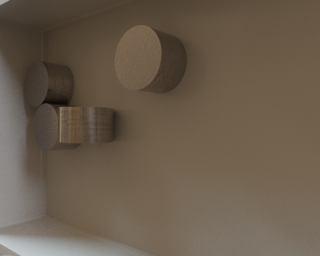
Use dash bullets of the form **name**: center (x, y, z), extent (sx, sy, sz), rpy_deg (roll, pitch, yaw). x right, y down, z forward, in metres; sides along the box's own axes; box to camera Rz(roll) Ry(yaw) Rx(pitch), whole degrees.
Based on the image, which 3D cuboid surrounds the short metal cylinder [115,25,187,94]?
- **short metal cylinder**: center (-0.013, -0.086, 0.401), extent (0.080, 0.050, 0.080), rpy_deg (0, 90, 40)

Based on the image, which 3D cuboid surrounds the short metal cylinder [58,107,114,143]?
- **short metal cylinder**: center (-0.110, -0.005, 0.462), extent (0.080, 0.081, 0.050), rpy_deg (1, 91, 40)

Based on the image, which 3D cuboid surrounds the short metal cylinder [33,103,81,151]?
- **short metal cylinder**: center (-0.175, -0.001, 0.535), extent (0.080, 0.050, 0.080), rpy_deg (0, 90, 40)

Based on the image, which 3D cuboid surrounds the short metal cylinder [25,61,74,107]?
- **short metal cylinder**: center (-0.199, -0.077, 0.555), extent (0.080, 0.050, 0.080), rpy_deg (0, 90, 40)
